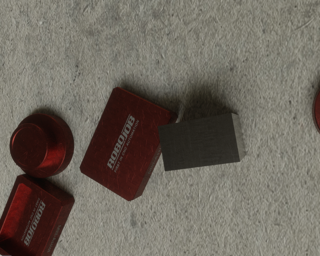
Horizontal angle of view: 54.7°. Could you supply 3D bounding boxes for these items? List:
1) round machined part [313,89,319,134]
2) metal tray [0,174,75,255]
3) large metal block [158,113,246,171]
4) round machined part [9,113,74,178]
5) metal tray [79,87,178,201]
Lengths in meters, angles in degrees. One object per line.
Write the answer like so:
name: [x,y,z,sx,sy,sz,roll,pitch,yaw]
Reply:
round machined part: [0.216,-0.019,0.324,0.098,0.042,0.097,0,90,19]
metal tray: [-0.196,0.145,0.473,0.090,0.030,0.129,27,99,17]
large metal block: [0.052,0.016,0.361,0.080,0.080,0.050,-10,87,19]
round machined part: [-0.183,0.027,0.463,0.098,0.042,0.097,0,90,19]
metal tray: [-0.044,0.021,0.421,0.090,0.030,0.129,27,99,17]
